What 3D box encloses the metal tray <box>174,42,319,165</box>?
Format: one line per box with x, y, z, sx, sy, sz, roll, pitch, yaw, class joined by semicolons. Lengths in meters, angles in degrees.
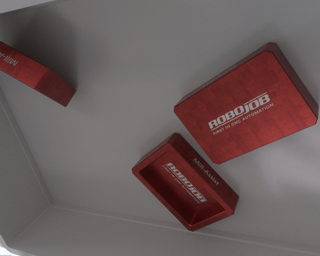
0.091;-0.021;0.345;0.130;0.030;0.090;-31;102;38;metal tray

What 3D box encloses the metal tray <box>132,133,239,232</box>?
0.034;0.079;0.436;0.130;0.030;0.090;46;129;-5;metal tray

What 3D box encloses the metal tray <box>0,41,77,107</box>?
-0.188;-0.080;0.419;0.130;0.090;0.030;29;84;9;metal tray
